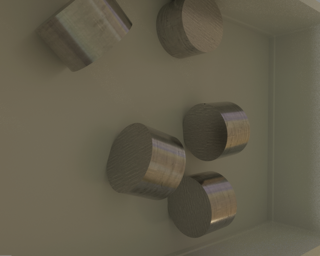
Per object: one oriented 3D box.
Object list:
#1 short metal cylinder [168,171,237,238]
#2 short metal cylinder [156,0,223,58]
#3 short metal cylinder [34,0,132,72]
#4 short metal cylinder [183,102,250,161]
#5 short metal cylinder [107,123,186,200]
[{"bbox_3d":[0.056,0.102,0.420,0.050,0.080,0.079,-3,92,-40],"label":"short metal cylinder"},{"bbox_3d":[0.042,-0.140,0.427,0.081,0.050,0.079,0,90,-40],"label":"short metal cylinder"},{"bbox_3d":[-0.075,-0.102,0.309,0.050,0.080,0.080,51,60,-28],"label":"short metal cylinder"},{"bbox_3d":[0.079,0.003,0.439,0.050,0.080,0.079,-8,95,-40],"label":"short metal cylinder"},{"bbox_3d":[-0.017,0.040,0.358,0.050,0.080,0.080,23,76,-38],"label":"short metal cylinder"}]
